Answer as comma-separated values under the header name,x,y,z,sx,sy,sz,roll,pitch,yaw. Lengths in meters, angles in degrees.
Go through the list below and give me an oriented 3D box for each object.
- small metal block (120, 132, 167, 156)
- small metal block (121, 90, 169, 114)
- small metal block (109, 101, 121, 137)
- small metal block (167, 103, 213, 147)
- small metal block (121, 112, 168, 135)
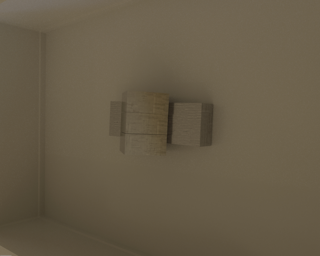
name,x,y,z,sx,sy,sz,roll,pitch,yaw
small metal block,-0.023,0.019,0.392,0.050,0.050,0.025,-172,84,-76
small metal block,-0.020,-0.031,0.389,0.050,0.050,0.025,-169,81,-76
small metal block,-0.045,-0.012,0.440,0.050,0.025,0.050,5,93,39
small metal block,0.035,-0.005,0.375,0.050,0.025,0.050,4,93,39
small metal block,-0.021,-0.006,0.391,0.050,0.050,0.025,-172,84,-76
